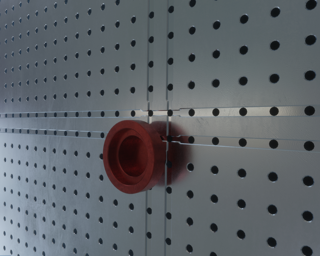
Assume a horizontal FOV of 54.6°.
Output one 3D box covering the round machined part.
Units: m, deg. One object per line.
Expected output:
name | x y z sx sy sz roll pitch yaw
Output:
round machined part | -0.030 0.038 0.425 0.098 0.042 0.097 0 90 40
